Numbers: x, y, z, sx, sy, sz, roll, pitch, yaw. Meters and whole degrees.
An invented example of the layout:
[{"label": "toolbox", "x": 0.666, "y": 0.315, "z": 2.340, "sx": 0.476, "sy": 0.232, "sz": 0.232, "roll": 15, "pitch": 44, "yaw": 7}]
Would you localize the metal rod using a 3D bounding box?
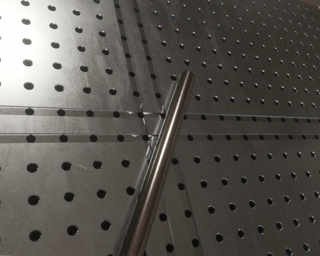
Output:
[{"label": "metal rod", "x": 0.003, "y": 0.034, "z": 0.390, "sx": 0.025, "sy": 0.025, "sz": 0.300, "roll": 28, "pitch": 52, "yaw": -11}]
